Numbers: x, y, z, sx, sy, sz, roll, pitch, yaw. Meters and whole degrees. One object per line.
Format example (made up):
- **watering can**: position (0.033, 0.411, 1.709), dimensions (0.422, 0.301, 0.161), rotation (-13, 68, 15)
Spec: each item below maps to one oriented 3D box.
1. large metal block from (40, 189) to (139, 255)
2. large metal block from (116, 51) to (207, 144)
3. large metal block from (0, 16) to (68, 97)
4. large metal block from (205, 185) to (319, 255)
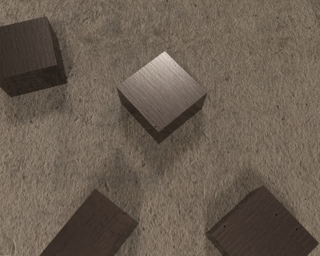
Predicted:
- **large metal block**: position (-0.070, 0.119, 0.335), dimensions (0.050, 0.080, 0.080), rotation (36, 74, 12)
- **large metal block**: position (0.002, -0.039, 0.409), dimensions (0.080, 0.050, 0.080), rotation (-39, 75, -13)
- **large metal block**: position (-0.182, -0.098, 0.428), dimensions (0.081, 0.050, 0.080), rotation (-15, 71, -6)
- **large metal block**: position (0.111, 0.125, 0.351), dimensions (0.080, 0.050, 0.080), rotation (-38, 75, -13)
